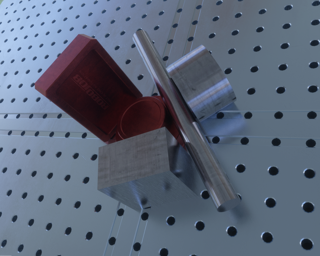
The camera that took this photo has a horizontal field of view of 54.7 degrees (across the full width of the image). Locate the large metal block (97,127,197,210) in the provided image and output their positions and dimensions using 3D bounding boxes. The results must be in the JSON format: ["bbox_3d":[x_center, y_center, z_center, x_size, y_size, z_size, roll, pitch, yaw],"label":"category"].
[{"bbox_3d":[-0.013,0.049,0.348,0.080,0.080,0.050,-18,55,18],"label":"large metal block"}]

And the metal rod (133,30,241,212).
[{"bbox_3d":[0.018,-0.033,0.391,0.025,0.025,0.300,-31,52,8],"label":"metal rod"}]

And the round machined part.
[{"bbox_3d":[-0.017,-0.002,0.406,0.098,0.042,0.098,-13,56,20],"label":"round machined part"}]

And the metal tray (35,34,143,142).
[{"bbox_3d":[-0.087,-0.048,0.415,0.030,0.130,0.090,31,79,37],"label":"metal tray"}]

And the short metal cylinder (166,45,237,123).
[{"bbox_3d":[0.049,-0.053,0.377,0.050,0.080,0.080,-32,52,7],"label":"short metal cylinder"}]
